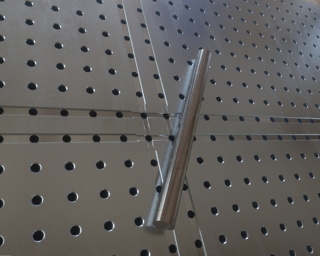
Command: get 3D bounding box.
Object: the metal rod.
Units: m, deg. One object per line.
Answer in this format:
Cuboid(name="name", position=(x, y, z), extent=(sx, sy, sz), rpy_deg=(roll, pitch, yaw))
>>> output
Cuboid(name="metal rod", position=(0.039, -0.007, 0.432), extent=(0.025, 0.025, 0.300), rpy_deg=(26, 53, -12))
